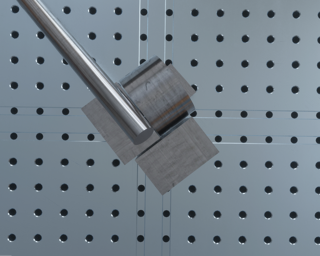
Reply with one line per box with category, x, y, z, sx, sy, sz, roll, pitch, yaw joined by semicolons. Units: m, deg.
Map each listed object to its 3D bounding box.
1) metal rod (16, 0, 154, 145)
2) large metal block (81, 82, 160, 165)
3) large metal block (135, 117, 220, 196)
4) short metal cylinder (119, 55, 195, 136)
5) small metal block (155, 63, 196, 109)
metal rod;-0.109;-0.097;0.360;0.025;0.025;0.300;-41;69;0
large metal block;-0.044;-0.005;0.386;0.050;0.080;0.080;-38;90;0
large metal block;0.019;0.031;0.384;0.080;0.080;0.050;-37;90;0
short metal cylinder;-0.003;-0.037;0.360;0.050;0.080;0.080;-37;90;0
small metal block;0.012;-0.049;0.414;0.050;0.025;0.050;-42;91;0
